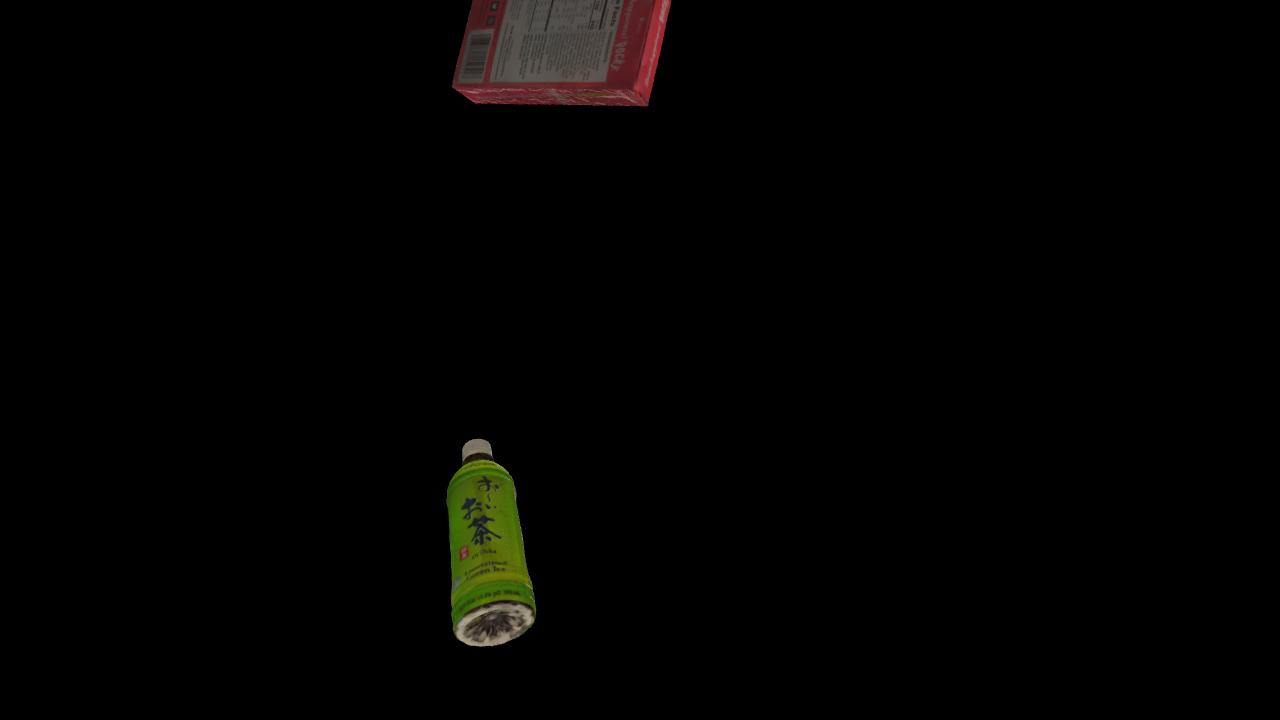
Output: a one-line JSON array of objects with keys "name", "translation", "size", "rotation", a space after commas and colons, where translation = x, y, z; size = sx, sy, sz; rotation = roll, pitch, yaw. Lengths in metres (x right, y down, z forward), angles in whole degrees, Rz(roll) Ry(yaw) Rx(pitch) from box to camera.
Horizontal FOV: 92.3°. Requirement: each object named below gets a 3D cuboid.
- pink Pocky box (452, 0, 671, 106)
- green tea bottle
[{"name": "pink Pocky box", "translation": [-0.057, -0.225, 0.435], "size": [0.155, 0.084, 0.029], "rotation": [11, -2, 25]}, {"name": "green tea bottle", "translation": [-0.148, 0.160, 0.590], "size": [0.073, 0.073, 0.212], "rotation": [0, 35, -19]}]
